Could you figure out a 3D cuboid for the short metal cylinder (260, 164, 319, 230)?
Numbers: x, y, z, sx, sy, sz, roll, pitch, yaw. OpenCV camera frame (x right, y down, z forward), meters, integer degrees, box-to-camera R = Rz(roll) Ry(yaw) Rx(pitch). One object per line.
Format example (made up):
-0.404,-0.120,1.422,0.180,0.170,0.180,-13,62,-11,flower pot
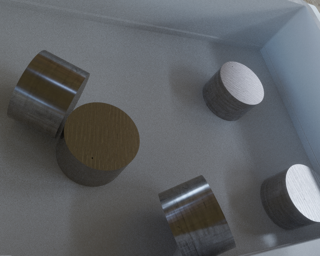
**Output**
0.190,0.097,0.435,0.081,0.050,0.080,14,56,-21,short metal cylinder

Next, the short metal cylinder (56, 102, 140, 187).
-0.069,0.019,0.342,0.081,0.050,0.080,14,56,-21,short metal cylinder

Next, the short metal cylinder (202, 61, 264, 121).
0.115,-0.058,0.489,0.081,0.050,0.080,14,56,-21,short metal cylinder

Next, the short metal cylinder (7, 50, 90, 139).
-0.116,-0.035,0.330,0.050,0.080,0.080,27,52,-12,short metal cylinder

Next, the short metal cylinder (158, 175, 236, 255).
0.037,0.096,0.324,0.050,0.080,0.080,-24,72,-2,short metal cylinder
